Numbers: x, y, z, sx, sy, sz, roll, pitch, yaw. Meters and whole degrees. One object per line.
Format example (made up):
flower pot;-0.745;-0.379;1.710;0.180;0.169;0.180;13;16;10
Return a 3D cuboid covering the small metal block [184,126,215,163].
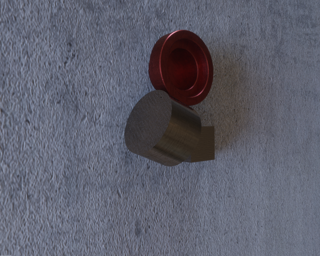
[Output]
small metal block;0.054;0.023;0.452;0.050;0.025;0.050;-1;91;-40

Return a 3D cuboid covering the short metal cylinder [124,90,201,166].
short metal cylinder;0.002;0.001;0.373;0.050;0.080;0.080;27;73;-37

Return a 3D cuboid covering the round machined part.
round machined part;0.024;-0.077;0.415;0.099;0.042;0.097;0;90;-40
